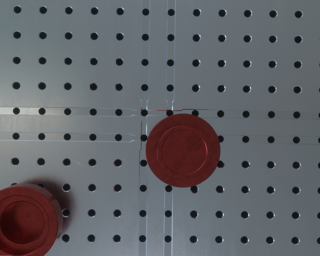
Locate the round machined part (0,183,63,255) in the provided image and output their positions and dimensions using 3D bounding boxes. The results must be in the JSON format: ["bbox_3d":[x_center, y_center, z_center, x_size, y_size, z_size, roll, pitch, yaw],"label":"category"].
[{"bbox_3d":[-0.175,0.120,0.403,0.099,0.042,0.097,0,90,0],"label":"round machined part"}]

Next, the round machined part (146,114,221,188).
[{"bbox_3d":[0.030,0.030,0.405,0.099,0.042,0.097,0,90,0],"label":"round machined part"}]
